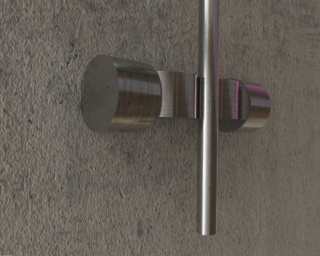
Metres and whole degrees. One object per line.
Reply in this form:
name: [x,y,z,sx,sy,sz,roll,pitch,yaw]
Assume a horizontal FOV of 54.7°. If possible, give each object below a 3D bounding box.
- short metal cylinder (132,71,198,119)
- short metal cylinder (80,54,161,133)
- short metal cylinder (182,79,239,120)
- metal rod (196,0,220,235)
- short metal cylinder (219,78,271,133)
short metal cylinder: [0.005,-0.037,0.375,0.081,0.080,0.050,1,90,-40]
short metal cylinder: [-0.044,-0.035,0.333,0.050,0.080,0.080,1,90,-40]
short metal cylinder: [0.067,-0.037,0.426,0.081,0.080,0.050,1,90,-40]
metal rod: [0.058,-0.024,0.374,0.025,0.025,0.298,1,89,-40]
short metal cylinder: [0.118,-0.033,0.469,0.050,0.080,0.080,1,90,-40]
